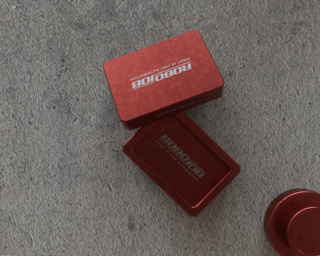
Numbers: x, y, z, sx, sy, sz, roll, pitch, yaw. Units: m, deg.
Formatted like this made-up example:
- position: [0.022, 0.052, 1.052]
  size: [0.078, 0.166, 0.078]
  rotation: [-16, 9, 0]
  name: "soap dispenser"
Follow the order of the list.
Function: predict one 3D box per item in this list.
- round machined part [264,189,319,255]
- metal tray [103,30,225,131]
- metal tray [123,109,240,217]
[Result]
- position: [0.191, 0.131, 0.404]
  size: [0.099, 0.042, 0.097]
  rotation: [0, 90, -1]
  name: "round machined part"
- position: [0.003, -0.061, 0.391]
  size: [0.131, 0.030, 0.090]
  rotation: [-20, 68, -1]
  name: "metal tray"
- position: [0.028, 0.039, 0.407]
  size: [0.130, 0.030, 0.090]
  rotation: [44, 90, -1]
  name: "metal tray"
